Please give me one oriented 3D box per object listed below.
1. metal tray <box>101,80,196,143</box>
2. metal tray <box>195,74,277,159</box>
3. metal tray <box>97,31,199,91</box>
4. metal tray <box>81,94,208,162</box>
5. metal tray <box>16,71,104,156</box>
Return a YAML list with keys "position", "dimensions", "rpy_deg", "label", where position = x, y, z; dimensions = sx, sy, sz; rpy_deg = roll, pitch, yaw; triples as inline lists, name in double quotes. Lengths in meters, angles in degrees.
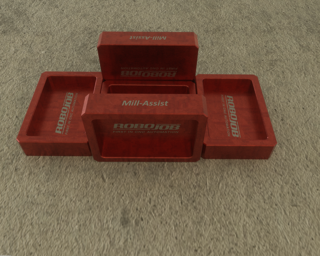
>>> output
- position: [-0.016, -0.024, 0.421]
  dimensions: [0.131, 0.030, 0.090]
  rpy_deg: [1, 50, 0]
  label: "metal tray"
- position: [0.095, -0.019, 0.419]
  dimensions: [0.091, 0.030, 0.130]
  rpy_deg: [1, 50, 0]
  label: "metal tray"
- position: [-0.016, -0.089, 0.437]
  dimensions: [0.131, 0.089, 0.030]
  rpy_deg: [0, 50, -1]
  label: "metal tray"
- position: [-0.016, 0.002, 0.358]
  dimensions: [0.131, 0.089, 0.030]
  rpy_deg: [0, 50, 0]
  label: "metal tray"
- position: [-0.126, -0.023, 0.419]
  dimensions: [0.091, 0.030, 0.130]
  rpy_deg: [1, 50, 0]
  label: "metal tray"
